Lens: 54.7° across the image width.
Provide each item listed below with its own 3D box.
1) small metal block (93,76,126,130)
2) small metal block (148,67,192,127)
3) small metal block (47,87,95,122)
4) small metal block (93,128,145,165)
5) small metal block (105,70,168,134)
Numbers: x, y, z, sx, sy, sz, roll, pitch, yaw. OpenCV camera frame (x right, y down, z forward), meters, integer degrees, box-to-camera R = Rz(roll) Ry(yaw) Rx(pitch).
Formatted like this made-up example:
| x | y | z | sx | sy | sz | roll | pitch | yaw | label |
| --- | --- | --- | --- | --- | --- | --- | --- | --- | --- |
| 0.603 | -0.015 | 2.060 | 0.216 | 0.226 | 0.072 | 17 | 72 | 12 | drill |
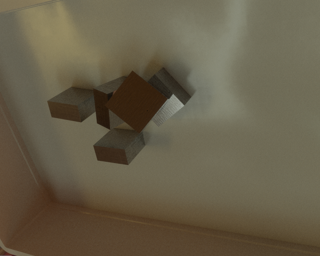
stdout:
| x | y | z | sx | sy | sz | roll | pitch | yaw | label |
| --- | --- | --- | --- | --- | --- | --- | --- | --- | --- |
| -0.055 | -0.033 | 0.397 | 0.025 | 0.050 | 0.050 | 24 | 129 | 32 | small metal block |
| 0.001 | -0.038 | 0.384 | 0.050 | 0.025 | 0.050 | 46 | 129 | -5 | small metal block |
| -0.117 | -0.034 | 0.431 | 0.050 | 0.050 | 0.025 | 9 | 122 | 23 | small metal block |
| -0.056 | 0.025 | 0.436 | 0.050 | 0.050 | 0.025 | 5 | 121 | 25 | small metal block |
| -0.026 | -0.029 | 0.355 | 0.050 | 0.025 | 0.050 | 39 | 96 | 1 | small metal block |
